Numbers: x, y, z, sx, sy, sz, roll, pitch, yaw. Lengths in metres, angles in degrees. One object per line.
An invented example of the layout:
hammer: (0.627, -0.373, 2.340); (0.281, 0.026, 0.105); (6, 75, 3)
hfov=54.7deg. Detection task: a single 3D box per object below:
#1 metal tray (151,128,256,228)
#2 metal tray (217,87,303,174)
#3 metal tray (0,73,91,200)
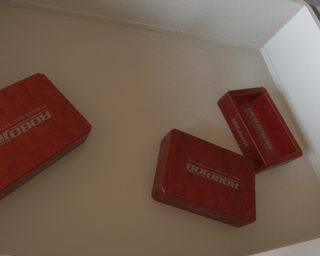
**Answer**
metal tray: (0.060, 0.065, 0.397); (0.131, 0.030, 0.090); (22, 53, -16)
metal tray: (0.157, -0.001, 0.489); (0.091, 0.030, 0.130); (-10, 67, -33)
metal tray: (-0.149, 0.007, 0.318); (0.090, 0.030, 0.131); (47, 51, 4)
